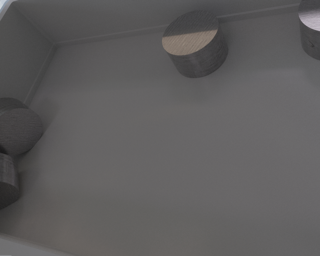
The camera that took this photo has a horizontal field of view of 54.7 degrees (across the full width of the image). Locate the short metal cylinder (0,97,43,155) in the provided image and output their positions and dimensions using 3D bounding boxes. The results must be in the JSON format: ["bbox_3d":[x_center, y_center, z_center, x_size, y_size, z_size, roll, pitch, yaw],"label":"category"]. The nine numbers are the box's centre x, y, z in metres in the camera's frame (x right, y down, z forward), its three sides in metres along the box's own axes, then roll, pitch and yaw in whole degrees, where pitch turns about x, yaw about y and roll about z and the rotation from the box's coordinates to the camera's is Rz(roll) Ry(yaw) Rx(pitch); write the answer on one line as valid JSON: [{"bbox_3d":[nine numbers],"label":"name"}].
[{"bbox_3d":[-0.239,-0.003,0.499,0.050,0.080,0.080,29,78,37],"label":"short metal cylinder"}]

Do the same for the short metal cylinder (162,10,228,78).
[{"bbox_3d":[0.050,-0.117,0.436,0.080,0.050,0.080,-13,56,21],"label":"short metal cylinder"}]

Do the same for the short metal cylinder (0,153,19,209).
[{"bbox_3d":[-0.251,0.080,0.454,0.080,0.080,0.050,-30,52,9],"label":"short metal cylinder"}]

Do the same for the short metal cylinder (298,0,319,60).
[{"bbox_3d":[0.205,-0.124,0.358,0.080,0.050,0.080,-13,56,21],"label":"short metal cylinder"}]
